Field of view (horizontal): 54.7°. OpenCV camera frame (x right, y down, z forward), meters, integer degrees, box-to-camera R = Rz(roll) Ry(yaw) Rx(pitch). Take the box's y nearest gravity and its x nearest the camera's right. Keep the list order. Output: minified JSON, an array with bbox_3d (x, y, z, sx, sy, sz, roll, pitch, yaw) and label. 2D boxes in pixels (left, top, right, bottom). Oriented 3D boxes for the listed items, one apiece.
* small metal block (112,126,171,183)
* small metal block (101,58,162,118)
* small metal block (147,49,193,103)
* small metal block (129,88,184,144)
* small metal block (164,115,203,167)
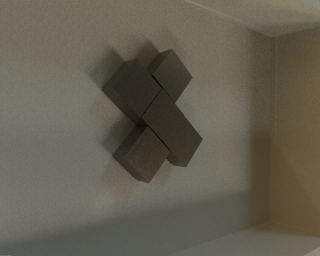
[{"bbox_3d":[-0.022,0.032,0.386,0.050,0.025,0.050,50,61,-28],"label":"small metal block"},{"bbox_3d":[-0.033,-0.047,0.376,0.050,0.025,0.050,49,61,-29],"label":"small metal block"},{"bbox_3d":[0.010,-0.067,0.411,0.050,0.025,0.050,49,60,-29],"label":"small metal block"},{"bbox_3d":[-0.003,-0.015,0.400,0.050,0.025,0.050,49,61,-29],"label":"small metal block"},{"bbox_3d":[0.026,0.018,0.425,0.050,0.025,0.050,49,61,-29],"label":"small metal block"}]
